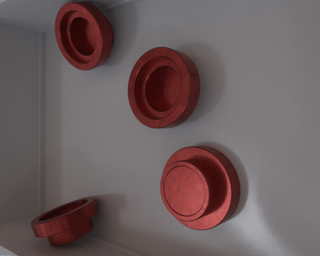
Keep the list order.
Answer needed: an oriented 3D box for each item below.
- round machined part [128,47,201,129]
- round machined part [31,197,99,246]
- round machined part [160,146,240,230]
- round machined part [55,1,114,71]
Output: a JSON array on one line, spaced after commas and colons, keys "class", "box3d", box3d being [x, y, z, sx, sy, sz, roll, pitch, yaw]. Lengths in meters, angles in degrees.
[{"class": "round machined part", "box3d": [0.009, -0.048, 0.386, 0.098, 0.042, 0.097, 0, 90, 39]}, {"class": "round machined part", "box3d": [-0.141, 0.145, 0.475, 0.098, 0.099, 0.042, -17, 92, 38]}, {"class": "round machined part", "box3d": [0.039, 0.070, 0.362, 0.098, 0.042, 0.097, 0, 90, 39]}, {"class": "round machined part", "box3d": [-0.109, -0.140, 0.469, 0.098, 0.042, 0.097, 17, 121, 29]}]
